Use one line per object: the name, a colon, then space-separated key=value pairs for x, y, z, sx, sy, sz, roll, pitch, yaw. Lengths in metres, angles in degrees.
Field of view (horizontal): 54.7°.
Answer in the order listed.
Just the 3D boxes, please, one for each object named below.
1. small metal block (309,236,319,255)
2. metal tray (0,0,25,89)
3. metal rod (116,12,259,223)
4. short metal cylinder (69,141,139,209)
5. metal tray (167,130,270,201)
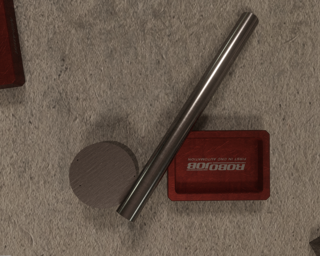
small metal block: x=0.239 y=0.167 z=0.413 sx=0.050 sy=0.025 sz=0.050 roll=-30 pitch=90 yaw=-1
metal tray: x=-0.236 y=-0.114 z=0.404 sx=0.091 sy=0.030 sz=0.129 roll=-8 pitch=90 yaw=-1
metal rod: x=0.040 y=-0.022 z=0.385 sx=0.025 sy=0.025 sz=0.300 roll=33 pitch=79 yaw=0
short metal cylinder: x=-0.069 y=0.057 z=0.397 sx=0.081 sy=0.050 sz=0.079 roll=0 pitch=90 yaw=-1
metal tray: x=0.075 y=0.048 z=0.408 sx=0.131 sy=0.030 sz=0.089 roll=0 pitch=90 yaw=-1
